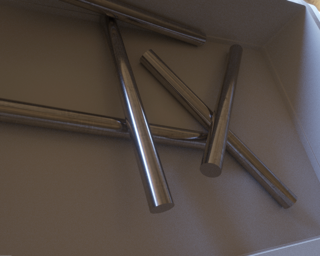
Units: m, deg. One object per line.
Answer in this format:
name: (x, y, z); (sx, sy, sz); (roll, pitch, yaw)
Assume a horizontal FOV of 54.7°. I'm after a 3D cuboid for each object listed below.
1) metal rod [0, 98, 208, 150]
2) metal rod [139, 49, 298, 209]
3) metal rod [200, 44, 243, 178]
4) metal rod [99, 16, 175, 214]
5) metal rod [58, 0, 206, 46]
metal rod: (-0.057, -0.001, 0.376); (0.302, 0.025, 0.025); (9, 58, -24)
metal rod: (0.083, -0.001, 0.452); (0.300, 0.025, 0.025); (46, 51, 3)
metal rod: (0.099, -0.047, 0.463); (0.025, 0.025, 0.301); (32, 43, -8)
metal rod: (-0.038, -0.041, 0.384); (0.025, 0.025, 0.299); (1, 53, -28)
metal rod: (-0.049, -0.168, 0.452); (0.302, 0.025, 0.025); (6, 59, -36)
